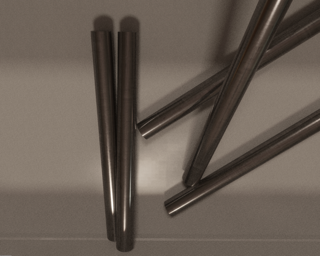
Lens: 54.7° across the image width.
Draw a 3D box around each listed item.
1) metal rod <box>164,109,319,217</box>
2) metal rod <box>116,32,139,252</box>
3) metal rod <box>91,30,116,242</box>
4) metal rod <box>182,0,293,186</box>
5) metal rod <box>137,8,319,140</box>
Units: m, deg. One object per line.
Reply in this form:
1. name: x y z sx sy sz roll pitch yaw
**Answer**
1. metal rod: 0.137 0.038 0.427 0.300 0.025 0.025 -33 107 11
2. metal rod: -0.044 0.029 0.409 0.025 0.025 0.298 2 106 -1
3. metal rod: -0.069 0.024 0.419 0.025 0.025 0.298 -1 110 0
4. metal rod: 0.074 -0.029 0.336 0.025 0.025 0.298 12 135 -5
5. metal rod: 0.102 -0.073 0.385 0.300 0.025 0.025 -32 107 10
